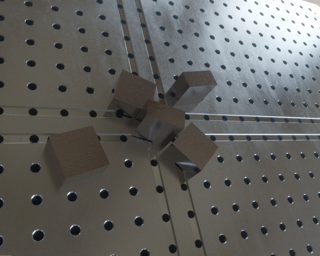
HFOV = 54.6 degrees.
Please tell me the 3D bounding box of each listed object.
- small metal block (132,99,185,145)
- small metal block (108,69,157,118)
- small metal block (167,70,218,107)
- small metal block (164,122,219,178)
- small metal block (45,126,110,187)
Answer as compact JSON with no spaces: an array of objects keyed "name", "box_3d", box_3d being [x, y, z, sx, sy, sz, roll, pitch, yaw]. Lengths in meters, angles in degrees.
[{"name":"small metal block","box_3d":[-0.002,-0.006,0.394,0.050,0.050,0.025,18,55,-18]},{"name":"small metal block","box_3d":[-0.036,-0.043,0.415,0.050,0.025,0.050,22,54,-15]},{"name":"small metal block","box_3d":[0.046,-0.058,0.451,0.050,0.050,0.025,-10,67,-32]},{"name":"small metal block","box_3d":[0.042,0.028,0.413,0.050,0.025,0.050,43,51,1]},{"name":"small metal block","box_3d":[-0.091,0.030,0.341,0.050,0.025,0.050,-16,70,-34]}]
